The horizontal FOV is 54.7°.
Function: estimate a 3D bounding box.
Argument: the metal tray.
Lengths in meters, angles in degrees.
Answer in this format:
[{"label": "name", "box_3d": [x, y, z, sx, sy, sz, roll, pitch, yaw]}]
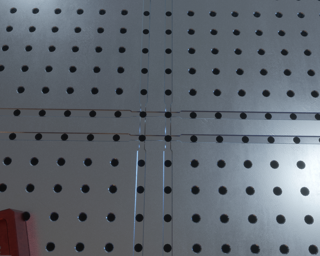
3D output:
[{"label": "metal tray", "box_3d": [-0.220, 0.153, 0.350, 0.131, 0.030, 0.090, -14, 71, -6]}]
